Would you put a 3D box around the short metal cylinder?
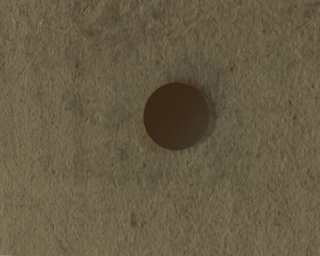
[{"bbox_3d":[0.026,-0.014,0.386,0.080,0.050,0.079,0,90,19],"label":"short metal cylinder"}]
